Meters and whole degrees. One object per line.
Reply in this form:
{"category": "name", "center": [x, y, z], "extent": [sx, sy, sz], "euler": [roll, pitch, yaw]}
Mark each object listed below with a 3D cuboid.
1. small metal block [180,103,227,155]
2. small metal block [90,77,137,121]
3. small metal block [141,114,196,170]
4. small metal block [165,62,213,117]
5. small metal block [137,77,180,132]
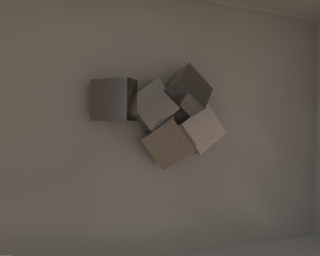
{"category": "small metal block", "center": [0.056, 0.001, 0.431], "extent": [0.050, 0.025, 0.050], "euler": [-38, 102, -16]}
{"category": "small metal block", "center": [-0.056, -0.033, 0.374], "extent": [0.050, 0.025, 0.050], "euler": [0, 89, 23]}
{"category": "small metal block", "center": [0.012, 0.018, 0.402], "extent": [0.050, 0.025, 0.050], "euler": [-32, 102, 14]}
{"category": "small metal block", "center": [0.040, -0.051, 0.412], "extent": [0.050, 0.025, 0.050], "euler": [45, 41, -15]}
{"category": "small metal block", "center": [-0.011, -0.030, 0.406], "extent": [0.050, 0.025, 0.050], "euler": [-39, 103, -16]}
